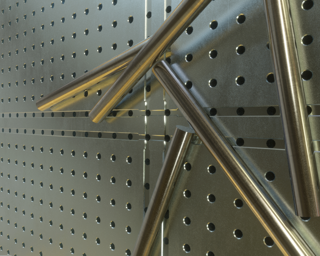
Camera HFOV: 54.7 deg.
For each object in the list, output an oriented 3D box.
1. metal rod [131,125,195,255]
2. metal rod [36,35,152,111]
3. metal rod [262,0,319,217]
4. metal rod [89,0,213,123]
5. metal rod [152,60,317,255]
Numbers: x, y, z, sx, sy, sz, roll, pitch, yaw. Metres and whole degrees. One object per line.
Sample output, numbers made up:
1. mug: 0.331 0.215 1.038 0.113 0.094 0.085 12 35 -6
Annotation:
1. metal rod: -0.014 0.138 0.418 0.025 0.025 0.298 29 108 36
2. metal rod: -0.112 -0.079 0.498 0.300 0.025 0.025 -17 79 38
3. metal rod: 0.124 -0.066 0.306 0.025 0.025 0.298 -11 83 39
4. metal rod: -0.014 -0.093 0.395 0.299 0.025 0.025 -40 66 40
5. metal rod: 0.076 0.034 0.345 0.025 0.025 0.299 -48 62 29
